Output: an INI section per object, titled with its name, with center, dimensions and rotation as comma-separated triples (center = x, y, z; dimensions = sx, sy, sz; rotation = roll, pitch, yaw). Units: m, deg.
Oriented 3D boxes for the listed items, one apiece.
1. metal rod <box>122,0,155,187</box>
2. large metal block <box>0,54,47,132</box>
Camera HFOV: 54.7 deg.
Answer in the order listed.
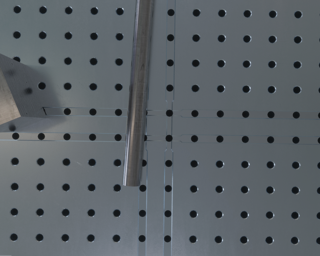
[metal rod]
center = -0.027, -0.073, 0.413
dimensions = 0.025, 0.025, 0.298
rotation = 4, 90, 0
[large metal block]
center = -0.193, -0.040, 0.384
dimensions = 0.050, 0.080, 0.080
rotation = -22, 90, 0
